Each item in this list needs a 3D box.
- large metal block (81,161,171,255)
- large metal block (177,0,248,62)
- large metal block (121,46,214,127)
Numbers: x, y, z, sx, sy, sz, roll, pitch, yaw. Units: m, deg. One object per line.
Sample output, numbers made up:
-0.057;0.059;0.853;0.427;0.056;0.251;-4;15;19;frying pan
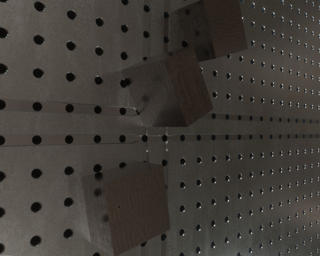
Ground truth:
-0.038;0.089;0.363;0.081;0.050;0.079;-12;98;-40;large metal block
0.080;-0.147;0.462;0.081;0.050;0.080;-24;106;-38;large metal block
0.008;-0.048;0.382;0.050;0.080;0.080;-34;112;-35;large metal block
